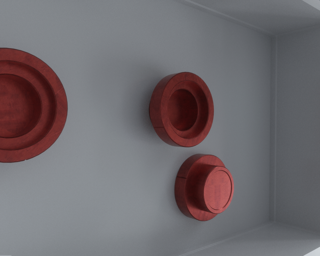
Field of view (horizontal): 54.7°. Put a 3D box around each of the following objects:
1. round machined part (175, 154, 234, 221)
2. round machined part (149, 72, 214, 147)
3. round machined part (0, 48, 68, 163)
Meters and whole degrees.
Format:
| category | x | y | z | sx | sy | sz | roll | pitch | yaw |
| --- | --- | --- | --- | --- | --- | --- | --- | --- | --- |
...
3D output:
| category | x | y | z | sx | sy | sz | roll | pitch | yaw |
| --- | --- | --- | --- | --- | --- | --- | --- | --- | --- |
| round machined part | 0.071 | 0.088 | 0.455 | 0.099 | 0.042 | 0.097 | 0 | 90 | -40 |
| round machined part | 0.024 | -0.024 | 0.416 | 0.099 | 0.042 | 0.097 | 0 | 90 | -40 |
| round machined part | -0.139 | -0.019 | 0.279 | 0.099 | 0.042 | 0.097 | 0 | 90 | -40 |
